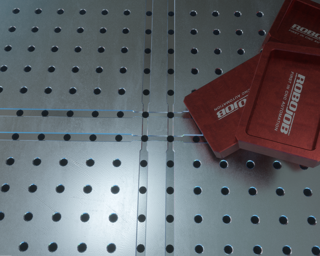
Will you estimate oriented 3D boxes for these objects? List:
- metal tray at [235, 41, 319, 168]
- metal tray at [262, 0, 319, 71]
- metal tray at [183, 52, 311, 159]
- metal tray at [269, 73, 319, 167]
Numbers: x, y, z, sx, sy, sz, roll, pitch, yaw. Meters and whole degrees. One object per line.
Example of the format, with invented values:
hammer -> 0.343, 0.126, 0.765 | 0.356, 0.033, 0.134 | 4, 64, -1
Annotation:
metal tray -> 0.148, -0.030, 0.351 | 0.090, 0.030, 0.130 | 15, 75, 21
metal tray -> 0.232, -0.136, 0.459 | 0.130, 0.030, 0.090 | 27, 72, 9
metal tray -> 0.108, -0.031, 0.398 | 0.130, 0.030, 0.090 | -30, 64, 4
metal tray -> 0.180, -0.023, 0.418 | 0.090, 0.030, 0.130 | -40, 75, -14
